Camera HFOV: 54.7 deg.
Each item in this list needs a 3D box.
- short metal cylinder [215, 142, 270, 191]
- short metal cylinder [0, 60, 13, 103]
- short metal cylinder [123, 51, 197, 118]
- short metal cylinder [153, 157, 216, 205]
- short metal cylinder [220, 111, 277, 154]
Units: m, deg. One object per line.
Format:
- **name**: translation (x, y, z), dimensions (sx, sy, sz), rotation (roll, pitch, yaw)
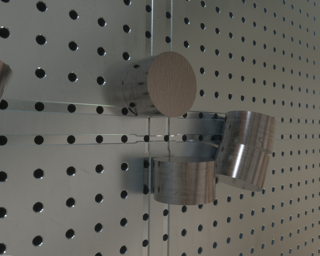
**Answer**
- **short metal cylinder**: translation (0.122, 0.060, 0.475), dimensions (0.080, 0.080, 0.050), rotation (31, 71, -36)
- **short metal cylinder**: translation (-0.164, -0.036, 0.236), dimensions (0.080, 0.080, 0.050), rotation (27, 73, -37)
- **short metal cylinder**: translation (0.001, -0.053, 0.393), dimensions (0.081, 0.050, 0.079), rotation (0, 90, -40)
- **short metal cylinder**: translation (0.031, 0.065, 0.399), dimensions (0.081, 0.080, 0.050), rotation (0, 90, -40)
- **short metal cylinder**: translation (0.139, 0.008, 0.489), dimensions (0.080, 0.080, 0.050), rotation (20, 78, -38)
